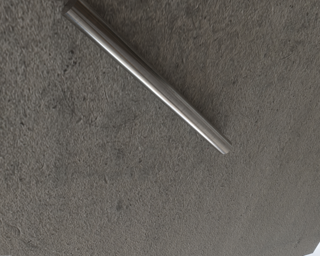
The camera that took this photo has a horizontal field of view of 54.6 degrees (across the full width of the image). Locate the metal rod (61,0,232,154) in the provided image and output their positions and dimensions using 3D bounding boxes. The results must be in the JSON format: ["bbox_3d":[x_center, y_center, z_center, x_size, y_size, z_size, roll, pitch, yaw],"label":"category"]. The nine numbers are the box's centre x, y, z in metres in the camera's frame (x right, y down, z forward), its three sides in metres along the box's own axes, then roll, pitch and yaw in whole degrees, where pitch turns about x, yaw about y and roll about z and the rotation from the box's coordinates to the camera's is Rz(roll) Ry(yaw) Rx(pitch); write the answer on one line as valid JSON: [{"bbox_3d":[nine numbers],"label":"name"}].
[{"bbox_3d":[0.008,-0.043,0.383,0.025,0.025,0.301,-48,129,5],"label":"metal rod"}]
